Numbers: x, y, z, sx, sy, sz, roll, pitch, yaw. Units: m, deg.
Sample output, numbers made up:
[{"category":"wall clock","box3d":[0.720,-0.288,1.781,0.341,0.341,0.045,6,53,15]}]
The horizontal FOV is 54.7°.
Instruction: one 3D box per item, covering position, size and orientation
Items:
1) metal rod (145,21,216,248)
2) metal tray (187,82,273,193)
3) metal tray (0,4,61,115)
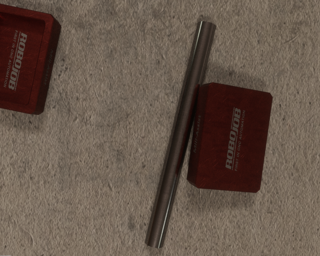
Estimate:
[{"category":"metal rod","box3d":[0.027,0.009,0.410,0.025,0.025,0.298,14,90,-1]},{"category":"metal tray","box3d":[0.089,0.013,0.397,0.091,0.030,0.129,8,90,-16]},{"category":"metal tray","box3d":[-0.190,-0.089,0.404,0.091,0.030,0.129,12,90,-1]}]
